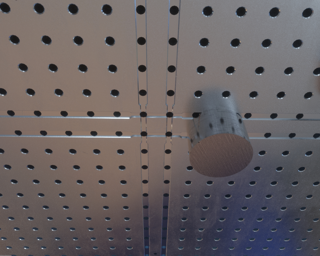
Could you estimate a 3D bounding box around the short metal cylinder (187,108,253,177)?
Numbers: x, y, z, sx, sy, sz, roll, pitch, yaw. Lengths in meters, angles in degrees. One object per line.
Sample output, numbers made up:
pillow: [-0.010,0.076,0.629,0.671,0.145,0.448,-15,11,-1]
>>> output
short metal cylinder: [0.078,0.021,0.413,0.081,0.050,0.079,0,130,0]
